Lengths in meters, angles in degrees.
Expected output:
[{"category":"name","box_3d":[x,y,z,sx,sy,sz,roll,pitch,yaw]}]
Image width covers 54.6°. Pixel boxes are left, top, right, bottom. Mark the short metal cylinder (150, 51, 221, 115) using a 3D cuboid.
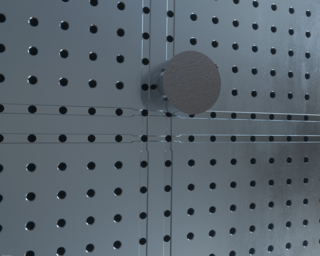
[{"category":"short metal cylinder","box_3d":[0.033,-0.057,0.411,0.081,0.050,0.080,0,90,-20]}]
